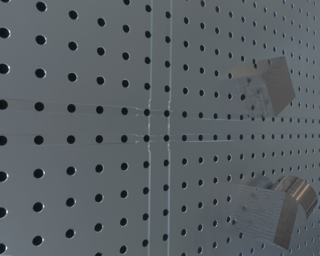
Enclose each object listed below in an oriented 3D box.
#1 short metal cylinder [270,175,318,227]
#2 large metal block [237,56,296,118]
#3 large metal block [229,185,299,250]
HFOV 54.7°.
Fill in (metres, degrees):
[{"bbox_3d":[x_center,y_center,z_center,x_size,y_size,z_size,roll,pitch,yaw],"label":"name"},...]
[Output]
[{"bbox_3d":[0.242,0.136,0.576,0.050,0.080,0.080,-34,111,-35],"label":"short metal cylinder"},{"bbox_3d":[0.192,-0.072,0.553,0.080,0.050,0.080,-37,113,-34],"label":"large metal block"},{"bbox_3d":[0.175,0.148,0.520,0.050,0.080,0.080,35,69,-35],"label":"large metal block"}]
